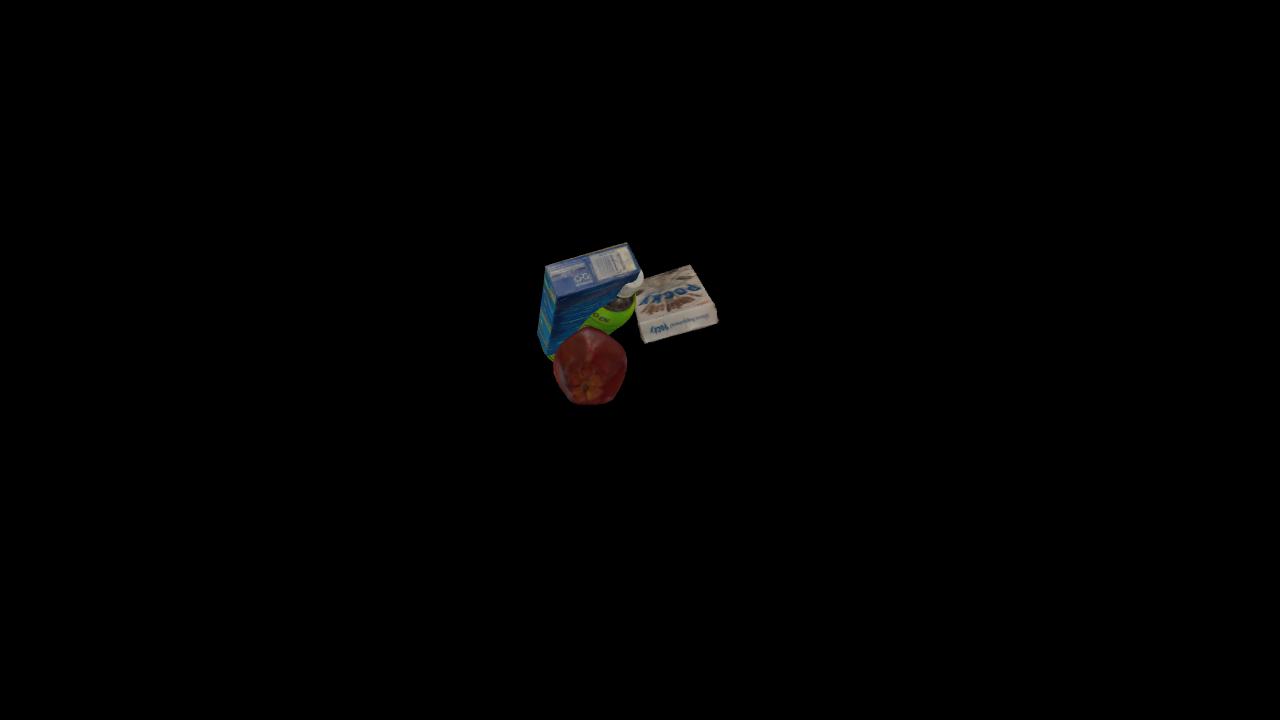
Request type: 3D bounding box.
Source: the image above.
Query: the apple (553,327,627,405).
[{"bbox_3d":[-0.052,0.009,0.644,0.079,0.079,0.093,0,24,-3],"label":"apple"}]

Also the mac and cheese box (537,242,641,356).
[{"bbox_3d":[-0.063,-0.062,0.688,0.093,0.041,0.184,-21,-12,-18],"label":"mac and cheese box"}]

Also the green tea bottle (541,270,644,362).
[{"bbox_3d":[-0.056,-0.056,0.723,0.073,0.073,0.212,0,-19,-26],"label":"green tea bottle"}]

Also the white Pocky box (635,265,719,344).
[{"bbox_3d":[0.034,-0.067,0.707,0.084,0.028,0.154,-16,24,2],"label":"white Pocky box"}]
